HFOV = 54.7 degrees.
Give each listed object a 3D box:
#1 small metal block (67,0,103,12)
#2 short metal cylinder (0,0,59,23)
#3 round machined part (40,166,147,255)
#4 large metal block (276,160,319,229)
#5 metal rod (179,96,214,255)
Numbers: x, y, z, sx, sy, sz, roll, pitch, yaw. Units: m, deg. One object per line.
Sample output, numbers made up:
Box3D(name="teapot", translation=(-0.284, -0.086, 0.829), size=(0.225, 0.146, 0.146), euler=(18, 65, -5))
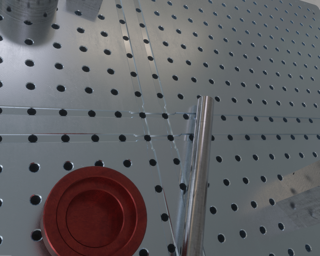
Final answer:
Box3D(name="small metal block", translation=(-0.113, -0.214, 0.478), size=(0.050, 0.025, 0.050), euler=(15, 56, -20))
Box3D(name="short metal cylinder", translation=(-0.176, -0.188, 0.412), size=(0.081, 0.050, 0.080), euler=(14, 56, -21))
Box3D(name="round machined part", translation=(-0.066, 0.091, 0.306), size=(0.099, 0.042, 0.098), euler=(14, 56, -21))
Box3D(name="large metal block", translation=(0.226, 0.089, 0.441), size=(0.050, 0.080, 0.080), euler=(48, 51, 5))
Box3D(name="metal rod", translation=(0.046, 0.080, 0.384), size=(0.025, 0.025, 0.300), euler=(22, 53, -15))
